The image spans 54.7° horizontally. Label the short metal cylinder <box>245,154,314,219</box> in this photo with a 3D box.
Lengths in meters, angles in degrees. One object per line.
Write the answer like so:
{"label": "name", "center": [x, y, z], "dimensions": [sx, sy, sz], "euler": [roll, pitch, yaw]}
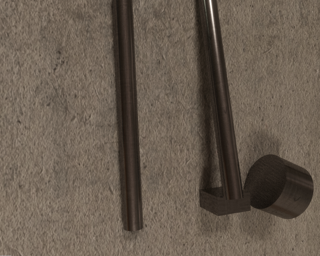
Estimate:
{"label": "short metal cylinder", "center": [0.168, 0.084, 0.444], "dimensions": [0.050, 0.080, 0.080], "euler": [24, 82, -19]}

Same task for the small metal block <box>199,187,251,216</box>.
{"label": "small metal block", "center": [0.089, 0.100, 0.430], "dimensions": [0.050, 0.050, 0.025], "euler": [-3, 91, -20]}

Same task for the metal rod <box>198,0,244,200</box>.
{"label": "metal rod", "center": [0.078, -0.058, 0.412], "dimensions": [0.025, 0.025, 0.298], "euler": [-3, 81, -20]}

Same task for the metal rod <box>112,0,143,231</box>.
{"label": "metal rod", "center": [-0.041, -0.021, 0.394], "dimensions": [0.025, 0.025, 0.298], "euler": [-3, 91, -20]}
